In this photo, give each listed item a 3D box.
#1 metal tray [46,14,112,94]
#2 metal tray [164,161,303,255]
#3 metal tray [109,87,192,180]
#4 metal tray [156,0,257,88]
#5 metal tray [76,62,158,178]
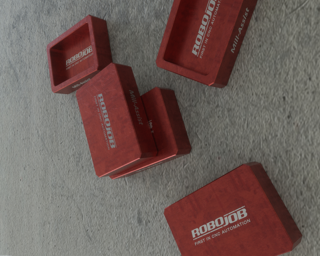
[{"bbox_3d":[-0.137,-0.117,0.514,0.130,0.030,0.090,-16,80,38],"label":"metal tray"},{"bbox_3d":[0.072,0.105,0.342,0.130,0.030,0.090,-38,67,33],"label":"metal tray"},{"bbox_3d":[-0.027,0.011,0.424,0.130,0.030,0.090,-26,74,37],"label":"metal tray"},{"bbox_3d":[0.053,-0.121,0.357,0.090,0.030,0.129,28,108,36],"label":"metal tray"},{"bbox_3d":[-0.062,-0.009,0.413,0.090,0.030,0.129,-28,73,36],"label":"metal tray"}]
